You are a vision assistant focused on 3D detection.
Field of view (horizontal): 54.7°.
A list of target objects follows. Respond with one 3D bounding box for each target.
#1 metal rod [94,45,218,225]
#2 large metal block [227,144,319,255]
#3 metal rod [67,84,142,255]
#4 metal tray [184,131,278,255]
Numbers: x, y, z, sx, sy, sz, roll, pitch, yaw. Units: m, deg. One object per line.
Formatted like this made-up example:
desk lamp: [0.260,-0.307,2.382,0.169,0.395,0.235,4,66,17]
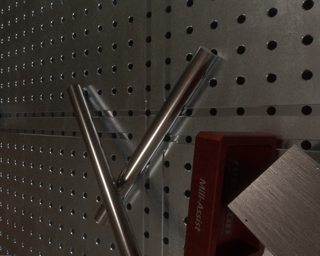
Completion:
metal rod: [-0.017,0.025,0.420,0.025,0.025,0.298,47,117,29]
large metal block: [0.120,0.075,0.272,0.080,0.050,0.080,-43,61,-1]
metal rod: [-0.088,0.051,0.453,0.025,0.025,0.299,-45,55,30]
metal tray: [0.071,0.069,0.304,0.030,0.091,0.129,10,97,50]
